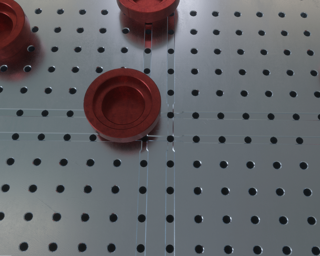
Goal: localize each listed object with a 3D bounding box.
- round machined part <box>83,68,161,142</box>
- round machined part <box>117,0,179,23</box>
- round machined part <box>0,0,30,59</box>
[{"bbox_3d":[-0.048,-0.027,0.412,0.099,0.042,0.098,0,70,0],"label":"round machined part"},{"bbox_3d":[-0.018,-0.202,0.477,0.099,0.042,0.098,0,70,0],"label":"round machined part"},{"bbox_3d":[-0.239,-0.140,0.453,0.099,0.042,0.098,0,70,0],"label":"round machined part"}]
